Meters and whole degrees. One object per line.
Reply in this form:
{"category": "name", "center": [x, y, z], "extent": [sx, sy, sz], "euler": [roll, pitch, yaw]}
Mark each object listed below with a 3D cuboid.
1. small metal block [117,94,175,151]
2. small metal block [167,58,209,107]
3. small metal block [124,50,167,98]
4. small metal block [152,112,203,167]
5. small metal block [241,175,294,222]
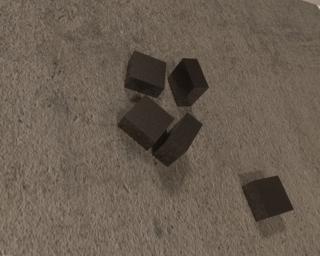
{"category": "small metal block", "center": [-0.017, -0.007, 0.400], "extent": [0.050, 0.025, 0.050], "euler": [40, 51, -1]}
{"category": "small metal block", "center": [0.040, -0.066, 0.451], "extent": [0.025, 0.050, 0.050], "euler": [-4, 64, -30]}
{"category": "small metal block", "center": [-0.020, -0.076, 0.441], "extent": [0.050, 0.025, 0.050], "euler": [17, 55, -19]}
{"category": "small metal block", "center": [0.022, 0.015, 0.392], "extent": [0.025, 0.050, 0.050], "euler": [39, 51, -3]}
{"category": "small metal block", "center": [0.148, 0.097, 0.427], "extent": [0.050, 0.025, 0.050], "euler": [-4, 64, -31]}
